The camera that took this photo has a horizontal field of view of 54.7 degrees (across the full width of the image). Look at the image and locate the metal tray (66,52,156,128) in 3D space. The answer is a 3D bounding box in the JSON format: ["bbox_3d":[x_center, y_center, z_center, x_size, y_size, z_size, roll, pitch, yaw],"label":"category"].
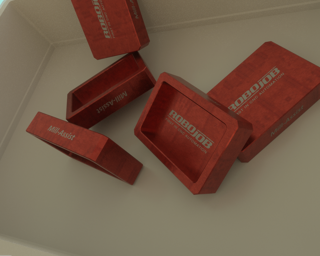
[{"bbox_3d":[-0.075,-0.057,0.455,0.130,0.030,0.090,-32,33,5],"label":"metal tray"}]

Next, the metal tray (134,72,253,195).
[{"bbox_3d":[0.030,0.002,0.356,0.130,0.030,0.089,42,113,41],"label":"metal tray"}]

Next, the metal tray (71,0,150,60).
[{"bbox_3d":[-0.078,-0.172,0.452,0.090,0.129,0.030,-4,27,31],"label":"metal tray"}]

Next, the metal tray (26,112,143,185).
[{"bbox_3d":[-0.096,0.026,0.396,0.130,0.090,0.030,17,72,34],"label":"metal tray"}]

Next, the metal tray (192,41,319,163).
[{"bbox_3d":[0.114,-0.034,0.363,0.130,0.030,0.090,-41,51,-1],"label":"metal tray"}]
